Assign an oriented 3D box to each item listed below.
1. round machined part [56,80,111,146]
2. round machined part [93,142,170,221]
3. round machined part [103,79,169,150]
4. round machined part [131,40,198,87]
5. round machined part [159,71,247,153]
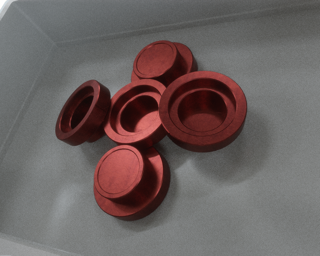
[{"bbox_3d":[-0.103,-0.018,0.448,0.098,0.042,0.098,-28,45,32],"label":"round machined part"},{"bbox_3d":[-0.041,0.059,0.378,0.098,0.042,0.098,-13,56,21],"label":"round machined part"},{"bbox_3d":[-0.023,-0.014,0.413,0.098,0.042,0.098,-13,56,21],"label":"round machined part"},{"bbox_3d":[0.001,-0.087,0.445,0.098,0.042,0.098,-13,56,21],"label":"round machined part"},{"bbox_3d":[0.050,-0.016,0.365,0.098,0.042,0.098,-4,63,8],"label":"round machined part"}]
